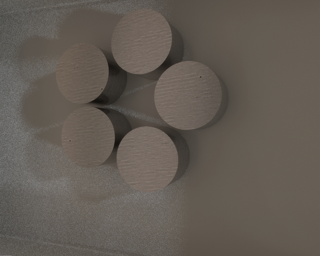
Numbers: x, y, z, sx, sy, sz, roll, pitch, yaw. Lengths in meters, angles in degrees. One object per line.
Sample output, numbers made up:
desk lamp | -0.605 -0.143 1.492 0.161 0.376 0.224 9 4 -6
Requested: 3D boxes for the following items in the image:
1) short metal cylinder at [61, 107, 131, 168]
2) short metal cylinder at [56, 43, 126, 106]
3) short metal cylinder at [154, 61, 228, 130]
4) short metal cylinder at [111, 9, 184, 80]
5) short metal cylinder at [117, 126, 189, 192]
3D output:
short metal cylinder | -0.086 0.012 0.425 0.080 0.050 0.080 0 90 20
short metal cylinder | -0.094 -0.072 0.428 0.080 0.050 0.080 0 90 20
short metal cylinder | 0.040 -0.038 0.381 0.080 0.050 0.080 0 90 20
short metal cylinder | -0.015 -0.105 0.400 0.080 0.050 0.080 0 90 20
short metal cylinder | -0.008 0.038 0.398 0.080 0.050 0.080 0 90 20
